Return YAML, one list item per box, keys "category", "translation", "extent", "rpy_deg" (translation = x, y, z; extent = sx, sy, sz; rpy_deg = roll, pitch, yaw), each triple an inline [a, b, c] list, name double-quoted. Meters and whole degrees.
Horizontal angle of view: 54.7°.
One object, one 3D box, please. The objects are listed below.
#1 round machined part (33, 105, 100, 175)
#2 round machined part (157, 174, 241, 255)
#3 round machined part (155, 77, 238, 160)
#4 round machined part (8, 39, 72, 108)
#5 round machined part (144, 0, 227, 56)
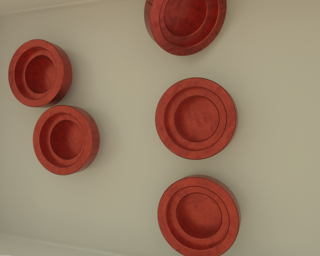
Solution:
- category: "round machined part"
  translation: [-0.129, 0.017, 0.447]
  extent: [0.098, 0.042, 0.097]
  rpy_deg: [0, 90, 20]
- category: "round machined part"
  translation: [0.050, 0.106, 0.384]
  extent: [0.098, 0.042, 0.097]
  rpy_deg: [0, 90, 20]
- category: "round machined part"
  translation: [0.047, -0.011, 0.385]
  extent: [0.098, 0.042, 0.097]
  rpy_deg: [0, 90, 20]
- category: "round machined part"
  translation: [-0.172, -0.078, 0.462]
  extent: [0.098, 0.042, 0.097]
  rpy_deg: [0, 90, 20]
- category: "round machined part"
  translation: [0.027, -0.141, 0.372]
  extent: [0.098, 0.098, 0.042]
  rpy_deg: [-51, 39, 13]
